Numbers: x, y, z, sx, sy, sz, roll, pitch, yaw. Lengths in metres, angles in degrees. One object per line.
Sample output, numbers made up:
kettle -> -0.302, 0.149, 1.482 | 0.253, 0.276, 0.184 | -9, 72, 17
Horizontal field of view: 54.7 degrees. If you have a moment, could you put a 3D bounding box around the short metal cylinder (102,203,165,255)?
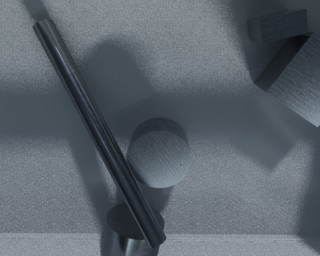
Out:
short metal cylinder -> -0.038, 0.150, 0.437 | 0.081, 0.080, 0.050 | 10, 110, -4

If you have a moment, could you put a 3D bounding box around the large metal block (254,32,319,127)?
large metal block -> 0.178, -0.061, 0.378 | 0.080, 0.050, 0.080 | 31, 107, -11

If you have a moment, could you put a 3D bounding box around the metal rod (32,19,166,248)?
metal rod -> -0.071, 0.010, 0.377 | 0.025, 0.025, 0.299 | -26, 94, 9

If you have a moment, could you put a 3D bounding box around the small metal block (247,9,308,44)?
small metal block -> 0.133, -0.118, 0.357 | 0.050, 0.050, 0.025 | -13, 110, 4

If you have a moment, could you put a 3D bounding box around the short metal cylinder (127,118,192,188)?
short metal cylinder -> -0.001, 0.032, 0.410 | 0.081, 0.050, 0.079 | 0, 110, -1
